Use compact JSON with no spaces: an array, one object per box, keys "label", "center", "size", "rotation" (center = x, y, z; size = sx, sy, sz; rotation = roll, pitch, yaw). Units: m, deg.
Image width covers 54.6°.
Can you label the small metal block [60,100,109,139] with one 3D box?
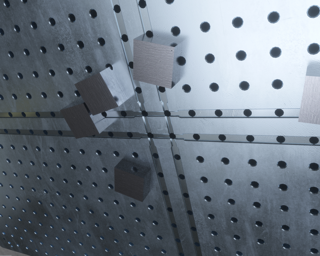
[{"label":"small metal block","center":[-0.112,-0.015,0.462],"size":[0.050,0.025,0.050],"rotation":[-12,113,33]}]

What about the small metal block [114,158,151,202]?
[{"label":"small metal block","center":[-0.043,0.082,0.485],"size":[0.050,0.025,0.050],"rotation":[17,125,18]}]

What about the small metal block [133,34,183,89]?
[{"label":"small metal block","center":[-0.003,-0.079,0.365],"size":[0.050,0.025,0.050],"rotation":[16,125,19]}]

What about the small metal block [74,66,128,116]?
[{"label":"small metal block","center":[-0.080,-0.050,0.424],"size":[0.050,0.025,0.050],"rotation":[-16,110,34]}]

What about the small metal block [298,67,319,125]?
[{"label":"small metal block","center":[0.167,-0.030,0.304],"size":[0.050,0.025,0.050],"rotation":[9,123,23]}]
